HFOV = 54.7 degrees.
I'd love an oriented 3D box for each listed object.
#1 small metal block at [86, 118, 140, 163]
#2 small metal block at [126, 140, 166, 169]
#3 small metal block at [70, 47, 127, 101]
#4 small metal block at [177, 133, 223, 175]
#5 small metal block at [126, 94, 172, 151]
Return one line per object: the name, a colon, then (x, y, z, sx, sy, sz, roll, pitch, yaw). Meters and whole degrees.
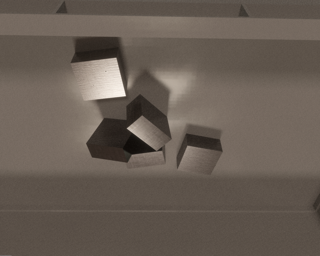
small metal block: (-0.057, 0.014, 0.395, 0.050, 0.050, 0.025, 6, 133, 20)
small metal block: (-0.020, 0.025, 0.413, 0.050, 0.050, 0.025, -8, 130, 6)
small metal block: (-0.068, -0.061, 0.356, 0.050, 0.025, 0.050, -6, 130, 4)
small metal block: (0.055, 0.038, 0.443, 0.050, 0.025, 0.050, 10, 129, -9)
small metal block: (-0.014, -0.007, 0.385, 0.025, 0.050, 0.050, -40, 120, 20)
